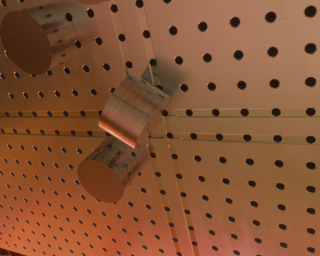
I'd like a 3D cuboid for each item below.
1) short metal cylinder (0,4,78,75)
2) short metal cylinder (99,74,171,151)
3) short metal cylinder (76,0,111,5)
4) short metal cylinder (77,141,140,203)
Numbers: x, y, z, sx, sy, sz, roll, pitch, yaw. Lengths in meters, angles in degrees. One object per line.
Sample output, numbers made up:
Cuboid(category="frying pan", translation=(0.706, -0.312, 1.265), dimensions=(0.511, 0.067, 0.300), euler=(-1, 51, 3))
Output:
Cuboid(category="short metal cylinder", translation=(-0.156, -0.116, 0.404), dimensions=(0.080, 0.050, 0.079), euler=(13, 124, 20))
Cuboid(category="short metal cylinder", translation=(-0.030, -0.019, 0.378), dimensions=(0.050, 0.080, 0.079), euler=(33, 128, 7))
Cuboid(category="short metal cylinder", translation=(-0.063, -0.174, 0.320), dimensions=(0.080, 0.050, 0.079), euler=(13, 124, 20))
Cuboid(category="short metal cylinder", translation=(-0.078, 0.068, 0.476), dimensions=(0.080, 0.050, 0.079), euler=(13, 124, 20))
